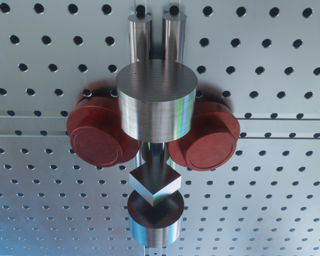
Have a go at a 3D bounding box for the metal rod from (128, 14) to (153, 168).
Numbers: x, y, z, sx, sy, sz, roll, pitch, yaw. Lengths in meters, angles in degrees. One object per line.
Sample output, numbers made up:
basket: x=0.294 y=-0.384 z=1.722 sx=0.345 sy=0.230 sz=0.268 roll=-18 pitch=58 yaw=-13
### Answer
metal rod: x=-0.022 y=0.002 z=0.411 sx=0.025 sy=0.025 sz=0.298 roll=0 pitch=130 yaw=-1

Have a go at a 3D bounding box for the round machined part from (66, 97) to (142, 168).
round machined part: x=-0.074 y=0.012 z=0.394 sx=0.098 sy=0.042 sz=0.097 roll=9 pitch=131 yaw=10

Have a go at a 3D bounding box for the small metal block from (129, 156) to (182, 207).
small metal block: x=-0.007 y=0.072 z=0.425 sx=0.050 sy=0.050 sz=0.025 roll=-29 pitch=139 yaw=-32

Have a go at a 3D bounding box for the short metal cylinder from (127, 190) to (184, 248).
short metal cylinder: x=-0.006 y=0.126 z=0.454 sx=0.081 sy=0.080 sz=0.050 roll=1 pitch=130 yaw=-1

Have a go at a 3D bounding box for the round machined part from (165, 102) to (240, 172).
round machined part: x=0.058 y=0.018 z=0.399 sx=0.099 sy=0.042 sz=0.097 roll=-10 pitch=132 yaw=-11

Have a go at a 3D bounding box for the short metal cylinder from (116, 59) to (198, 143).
short metal cylinder: x=-0.003 y=-0.030 z=0.321 sx=0.081 sy=0.080 sz=0.050 roll=1 pitch=130 yaw=-1

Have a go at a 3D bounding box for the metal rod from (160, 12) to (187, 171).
metal rod: x=0.013 y=0.000 z=0.411 sx=0.025 sy=0.025 sz=0.298 roll=0 pitch=130 yaw=-1
